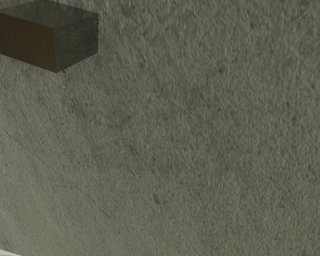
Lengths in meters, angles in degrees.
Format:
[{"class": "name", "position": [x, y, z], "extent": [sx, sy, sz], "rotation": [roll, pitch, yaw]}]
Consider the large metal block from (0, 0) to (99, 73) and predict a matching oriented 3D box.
[{"class": "large metal block", "position": [-0.130, -0.113, 0.368], "extent": [0.080, 0.080, 0.050], "rotation": [20, 126, 16]}]
